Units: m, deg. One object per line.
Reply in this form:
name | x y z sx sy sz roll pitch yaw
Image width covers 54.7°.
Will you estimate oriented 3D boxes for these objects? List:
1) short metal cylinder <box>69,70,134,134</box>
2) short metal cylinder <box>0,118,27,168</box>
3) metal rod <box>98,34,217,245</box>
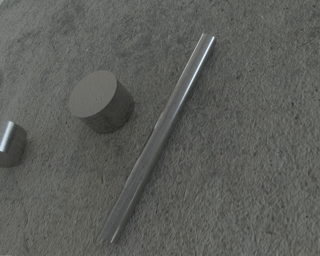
short metal cylinder | -0.085 -0.038 0.456 0.080 0.050 0.080 -13 56 21
short metal cylinder | -0.258 0.024 0.489 0.080 0.080 0.050 -9 58 23
metal rod | 0.005 0.001 0.400 0.025 0.025 0.300 15 69 34
